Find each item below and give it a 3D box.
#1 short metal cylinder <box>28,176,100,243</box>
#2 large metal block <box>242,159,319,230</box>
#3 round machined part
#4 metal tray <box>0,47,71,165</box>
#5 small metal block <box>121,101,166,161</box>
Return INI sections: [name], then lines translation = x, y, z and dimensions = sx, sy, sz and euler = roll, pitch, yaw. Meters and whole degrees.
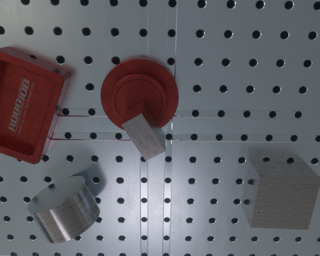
[short metal cylinder]
translation = -0.130, 0.109, 0.423
dimensions = 0.080, 0.080, 0.050
euler = -18, 109, 6
[large metal block]
translation = 0.166, 0.093, 0.436
dimensions = 0.081, 0.050, 0.079
euler = 3, 110, -1
[round machined part]
translation = -0.026, -0.038, 0.390
dimensions = 0.099, 0.042, 0.097
euler = 0, 110, 0
[metal tray]
translation = -0.180, -0.026, 0.399
dimensions = 0.090, 0.030, 0.129
euler = 21, 109, -8
[small metal block]
translation = -0.017, 0.002, 0.356
dimensions = 0.025, 0.050, 0.050
euler = -29, 108, 10
